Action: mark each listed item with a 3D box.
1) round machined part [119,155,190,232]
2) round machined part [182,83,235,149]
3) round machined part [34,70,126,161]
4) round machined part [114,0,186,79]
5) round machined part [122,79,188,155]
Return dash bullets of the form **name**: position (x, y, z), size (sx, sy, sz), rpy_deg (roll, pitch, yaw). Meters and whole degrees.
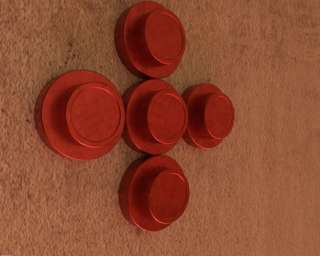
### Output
- **round machined part**: position (0.000, 0.084, 0.397), size (0.099, 0.042, 0.097), rpy_deg (0, 90, -40)
- **round machined part**: position (0.074, -0.018, 0.459), size (0.099, 0.042, 0.097), rpy_deg (0, 90, -40)
- **round machined part**: position (-0.078, -0.014, 0.332), size (0.099, 0.042, 0.097), rpy_deg (0, 90, -40)
- **round machined part**: position (-0.005, -0.112, 0.393), size (0.099, 0.042, 0.097), rpy_deg (0, 90, -40)
- **round machined part**: position (-0.002, -0.014, 0.395), size (0.099, 0.042, 0.097), rpy_deg (0, 90, -40)
